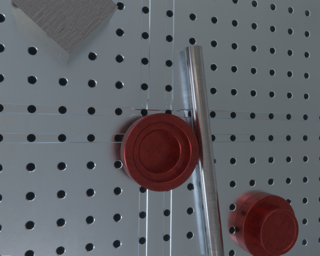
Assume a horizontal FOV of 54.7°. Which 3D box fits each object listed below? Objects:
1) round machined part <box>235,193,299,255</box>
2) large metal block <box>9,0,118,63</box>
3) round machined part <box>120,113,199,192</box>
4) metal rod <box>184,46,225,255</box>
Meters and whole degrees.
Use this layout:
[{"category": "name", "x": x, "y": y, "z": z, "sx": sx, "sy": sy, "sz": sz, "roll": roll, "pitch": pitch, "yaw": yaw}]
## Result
[{"category": "round machined part", "x": 0.167, "y": 0.150, "z": 0.465, "sx": 0.099, "sy": 0.042, "sz": 0.097, "roll": 0, "pitch": 90, "yaw": -20}, {"category": "large metal block", "x": -0.110, "y": -0.136, "z": 0.359, "sx": 0.080, "sy": 0.050, "sz": 0.080, "roll": 44, "pitch": 76, "yaw": -15}, {"category": "round machined part", "x": -0.003, "y": 0.030, "z": 0.402, "sx": 0.099, "sy": 0.042, "sz": 0.097, "roll": 0, "pitch": 90, "yaw": -20}, {"category": "metal rod", "x": 0.063, "y": 0.037, "z": 0.435, "sx": 0.025, "sy": 0.025, "sz": 0.298, "roll": -8, "pitch": 93, "yaw": -20}]
